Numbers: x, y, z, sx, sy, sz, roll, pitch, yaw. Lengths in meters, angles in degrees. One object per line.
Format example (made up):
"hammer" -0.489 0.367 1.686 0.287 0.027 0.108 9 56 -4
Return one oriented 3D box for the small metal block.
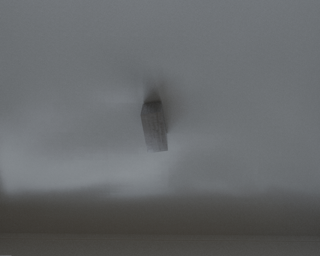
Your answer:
"small metal block" -0.006 -0.002 0.393 0.025 0.050 0.050 -8 109 3
